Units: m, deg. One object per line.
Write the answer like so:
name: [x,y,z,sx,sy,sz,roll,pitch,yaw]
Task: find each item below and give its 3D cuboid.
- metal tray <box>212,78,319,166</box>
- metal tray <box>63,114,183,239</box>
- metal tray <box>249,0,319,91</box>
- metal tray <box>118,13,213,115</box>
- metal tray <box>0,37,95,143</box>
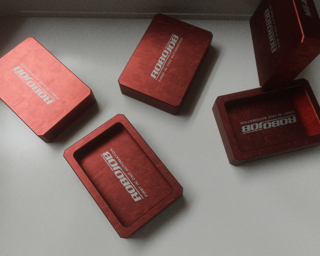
metal tray: [0.145,-0.009,0.411,0.131,0.030,0.090,-12,71,-5]
metal tray: [-0.045,0.057,0.385,0.090,0.030,0.130,-36,74,-13]
metal tray: [0.157,-0.125,0.398,0.030,0.090,0.130,9,59,-12]
metal tray: [0.010,-0.093,0.441,0.090,0.030,0.130,23,71,8]
metal tray: [-0.166,-0.054,0.425,0.130,0.030,0.090,41,75,13]
